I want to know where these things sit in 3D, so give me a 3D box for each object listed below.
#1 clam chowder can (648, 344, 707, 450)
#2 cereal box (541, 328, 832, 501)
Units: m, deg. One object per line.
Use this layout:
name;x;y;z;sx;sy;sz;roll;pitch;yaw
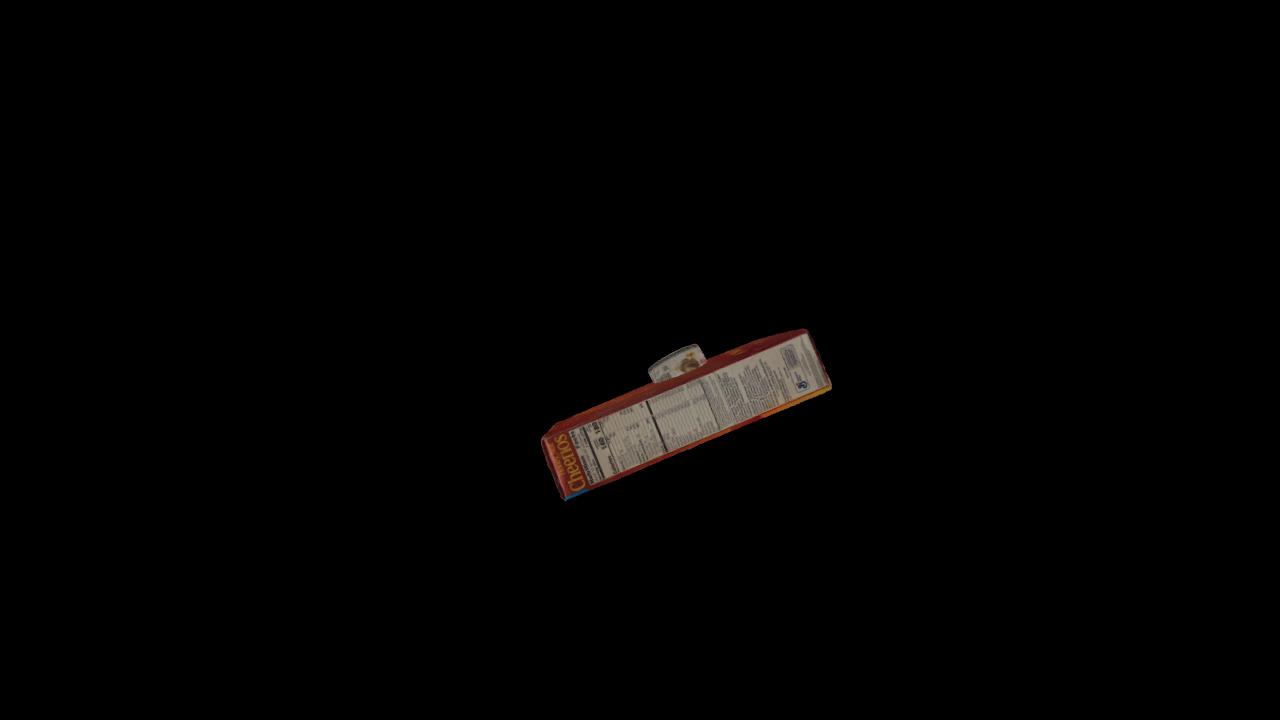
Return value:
clam chowder can;0.060;0.041;0.694;0.068;0.102;0.068;-28;-9;-5
cereal box;0.043;0.058;0.726;0.306;0.081;0.203;-23;0;-4
